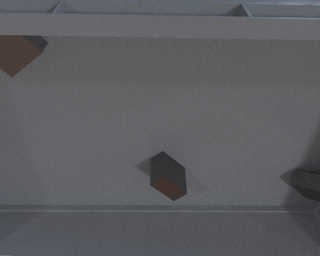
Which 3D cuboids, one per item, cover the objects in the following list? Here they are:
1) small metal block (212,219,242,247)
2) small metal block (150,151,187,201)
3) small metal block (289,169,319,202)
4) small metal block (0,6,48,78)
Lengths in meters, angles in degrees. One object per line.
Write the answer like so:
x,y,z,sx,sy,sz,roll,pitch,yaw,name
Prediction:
0.124,0.198,0.582,0.050,0.025,0.050,-5,130,4,small metal block
0.012,0.070,0.453,0.025,0.050,0.050,-35,122,26,small metal block
0.236,0.091,0.472,0.050,0.025,0.050,38,165,-28,small metal block
-0.159,-0.090,0.330,0.050,0.025,0.050,-30,125,22,small metal block
